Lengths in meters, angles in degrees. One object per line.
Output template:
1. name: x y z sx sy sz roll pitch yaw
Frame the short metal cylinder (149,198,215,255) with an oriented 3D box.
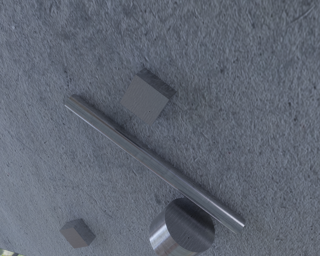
1. short metal cylinder: 0.031 0.149 0.447 0.080 0.080 0.050 37 129 3

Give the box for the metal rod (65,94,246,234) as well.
1. metal rod: -0.009 0.049 0.441 0.300 0.025 0.025 36 129 3

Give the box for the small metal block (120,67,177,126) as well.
1. small metal block: -0.015 -0.039 0.391 0.050 0.025 0.050 38 129 2

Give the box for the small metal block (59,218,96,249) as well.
1. small metal block: -0.167 0.214 0.627 0.050 0.025 0.050 -24 106 36
